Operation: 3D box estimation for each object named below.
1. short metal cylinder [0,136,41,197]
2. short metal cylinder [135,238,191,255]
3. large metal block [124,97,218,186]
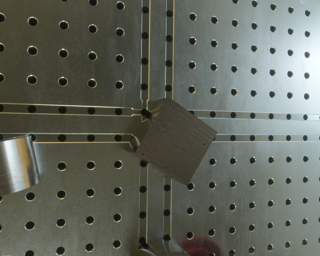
[{"bbox_3d":[-0.171,0.040,0.320,0.081,0.080,0.050,-11,94,-20],"label":"short metal cylinder"},{"bbox_3d":[0.007,0.192,0.402,0.081,0.050,0.079,0,90,-20],"label":"short metal cylinder"},{"bbox_3d":[0.014,0.017,0.404,0.080,0.050,0.080,34,79,-17],"label":"large metal block"}]
